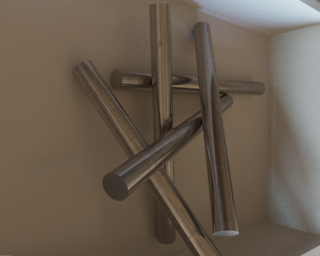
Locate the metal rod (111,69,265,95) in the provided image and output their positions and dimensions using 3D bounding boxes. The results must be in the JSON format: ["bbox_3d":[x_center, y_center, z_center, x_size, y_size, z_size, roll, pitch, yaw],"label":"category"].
[{"bbox_3d":[0.064,-0.064,0.462,0.302,0.025,0.025,-4,93,-40],"label":"metal rod"}]

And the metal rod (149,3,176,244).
[{"bbox_3d":[0.004,0.004,0.388,0.025,0.025,0.298,-11,105,-40],"label":"metal rod"}]

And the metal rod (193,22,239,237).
[{"bbox_3d":[0.063,-0.023,0.383,0.025,0.025,0.299,28,48,-37],"label":"metal rod"}]

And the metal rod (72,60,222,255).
[{"bbox_3d":[-0.002,0.057,0.330,0.025,0.025,0.299,-32,86,-36],"label":"metal rod"}]

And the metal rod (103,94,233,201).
[{"bbox_3d":[0.035,0.003,0.375,0.302,0.025,0.025,-32,112,-56],"label":"metal rod"}]
